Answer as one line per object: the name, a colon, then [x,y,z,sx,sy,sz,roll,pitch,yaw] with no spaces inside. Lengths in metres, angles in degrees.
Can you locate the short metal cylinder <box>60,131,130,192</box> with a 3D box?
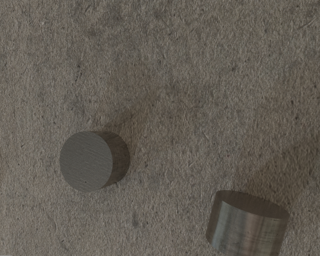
short metal cylinder: [-0.089,0.044,0.427,0.080,0.050,0.080,0,90,20]

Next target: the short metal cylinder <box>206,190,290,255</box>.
short metal cylinder: [0.096,0.107,0.346,0.080,0.080,0.050,15,95,19]
